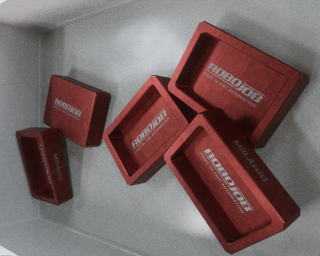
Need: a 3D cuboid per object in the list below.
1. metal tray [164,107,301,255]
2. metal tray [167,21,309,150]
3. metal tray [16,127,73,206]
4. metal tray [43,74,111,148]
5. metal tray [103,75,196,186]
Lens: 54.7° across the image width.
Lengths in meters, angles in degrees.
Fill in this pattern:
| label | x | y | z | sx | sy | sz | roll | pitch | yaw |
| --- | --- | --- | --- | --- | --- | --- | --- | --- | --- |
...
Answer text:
| label | x | y | z | sx | sy | sz | roll | pitch | yaw |
| --- | --- | --- | --- | --- | --- | --- | --- | --- | --- |
| metal tray | 0.066 | 0.055 | 0.323 | 0.130 | 0.030 | 0.089 | 56 | 139 | 18 |
| metal tray | 0.077 | -0.048 | 0.338 | 0.130 | 0.030 | 0.089 | 41 | 115 | 32 |
| metal tray | -0.205 | 0.065 | 0.548 | 0.090 | 0.030 | 0.129 | 1 | 105 | 40 |
| metal tray | -0.143 | -0.031 | 0.518 | 0.130 | 0.030 | 0.089 | 24 | 105 | 37 |
| metal tray | -0.016 | 0.005 | 0.414 | 0.129 | 0.030 | 0.090 | -46 | 63 | 30 |
